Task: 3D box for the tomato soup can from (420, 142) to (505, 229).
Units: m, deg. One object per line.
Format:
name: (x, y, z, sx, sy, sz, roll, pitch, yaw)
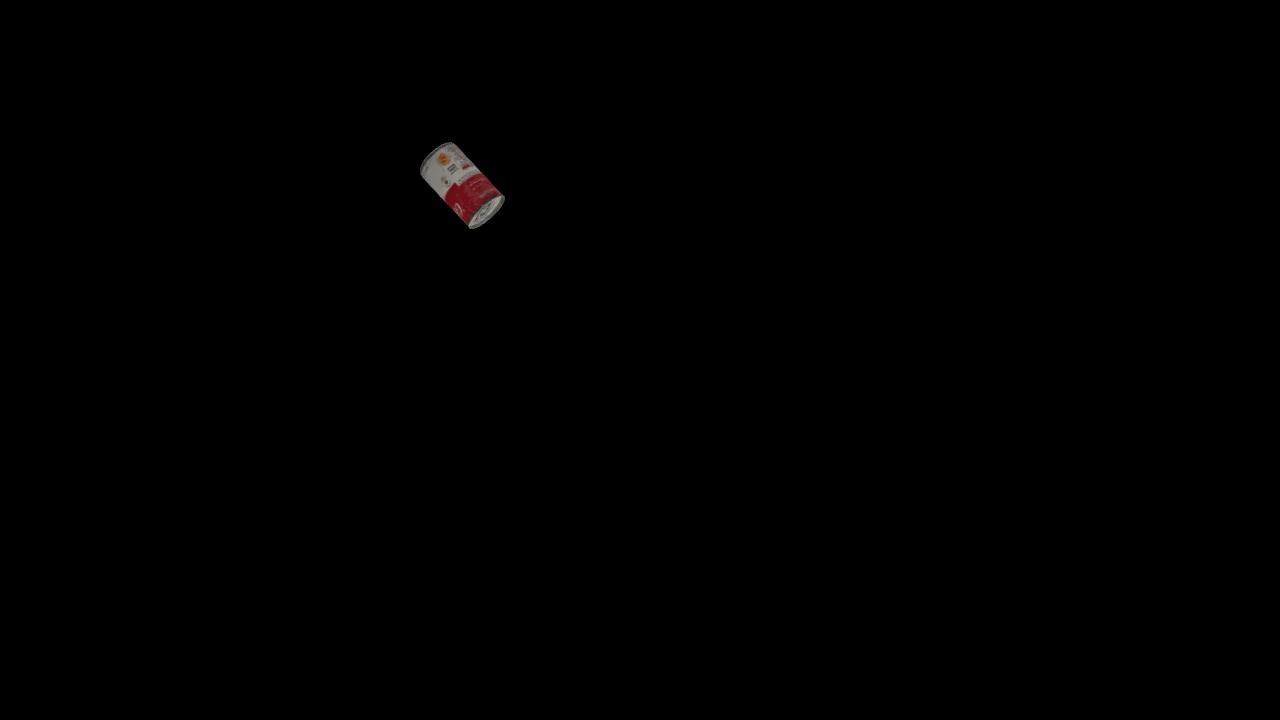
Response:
tomato soup can: (-0.248, -0.243, 0.858, 0.068, 0.101, 0.068, -42, 4, 3)
